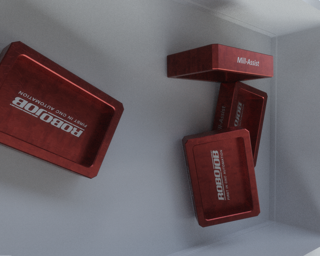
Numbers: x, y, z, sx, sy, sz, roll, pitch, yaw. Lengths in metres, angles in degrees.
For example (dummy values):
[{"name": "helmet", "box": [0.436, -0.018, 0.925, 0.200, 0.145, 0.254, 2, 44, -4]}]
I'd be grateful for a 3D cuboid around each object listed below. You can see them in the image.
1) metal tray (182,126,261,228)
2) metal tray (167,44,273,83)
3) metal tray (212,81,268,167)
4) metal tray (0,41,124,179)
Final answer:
[{"name": "metal tray", "box": [0.088, 0.069, 0.445, 0.091, 0.030, 0.129, -11, 99, -3]}, {"name": "metal tray", "box": [0.086, -0.086, 0.435, 0.131, 0.090, 0.030, -2, 92, -40]}, {"name": "metal tray", "box": [0.128, -0.003, 0.502, 0.091, 0.030, 0.129, 12, 87, -39]}, {"name": "metal tray", "box": [-0.108, -0.013, 0.312, 0.130, 0.030, 0.090, 31, 71, -36]}]
